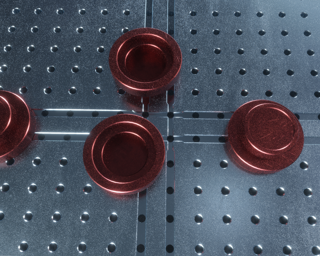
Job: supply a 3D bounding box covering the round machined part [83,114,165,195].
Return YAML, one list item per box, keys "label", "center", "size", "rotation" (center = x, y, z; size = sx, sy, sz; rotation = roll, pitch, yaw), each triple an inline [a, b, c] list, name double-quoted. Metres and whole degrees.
- label: "round machined part"
  center: [-0.043, 0.035, 0.390]
  size: [0.099, 0.042, 0.098]
  rotation: [0, 70, 0]

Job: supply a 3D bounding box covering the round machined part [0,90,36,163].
- label: "round machined part"
  center: [-0.220, -0.006, 0.404]
  size: [0.099, 0.042, 0.098]
  rotation: [0, 70, 0]

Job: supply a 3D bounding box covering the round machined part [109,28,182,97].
- label: "round machined part"
  center: [-0.020, -0.087, 0.435]
  size: [0.099, 0.042, 0.098]
  rotation: [0, 70, 0]

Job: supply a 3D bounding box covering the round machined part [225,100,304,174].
- label: "round machined part"
  center: [0.137, 0.007, 0.401]
  size: [0.099, 0.042, 0.098]
  rotation: [0, 70, 0]
